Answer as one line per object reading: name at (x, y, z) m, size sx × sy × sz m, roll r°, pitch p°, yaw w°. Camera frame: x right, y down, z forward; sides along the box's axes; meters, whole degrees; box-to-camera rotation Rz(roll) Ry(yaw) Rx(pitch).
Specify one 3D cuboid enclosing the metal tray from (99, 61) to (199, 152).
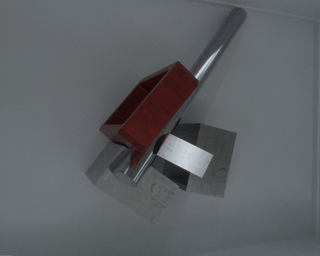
metal tray at (-0.019, -0.021, 0.346) m, size 0.030 × 0.130 × 0.090 m, roll 42°, pitch 78°, yaw -15°

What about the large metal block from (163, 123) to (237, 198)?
large metal block at (0.047, 0.039, 0.400) m, size 0.050 × 0.080 × 0.080 m, roll 14°, pitch 85°, yaw -20°

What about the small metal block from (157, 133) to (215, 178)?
small metal block at (0.029, 0.029, 0.329) m, size 0.050 × 0.050 × 0.025 m, roll 26°, pitch 89°, yaw 13°

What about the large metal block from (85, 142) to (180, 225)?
large metal block at (-0.036, 0.062, 0.369) m, size 0.080 × 0.080 × 0.050 m, roll 38°, pitch 78°, yaw -17°

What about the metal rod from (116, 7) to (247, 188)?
metal rod at (0.041, -0.057, 0.377) m, size 0.025 × 0.025 × 0.301 m, roll 43°, pitch 59°, yaw -15°
